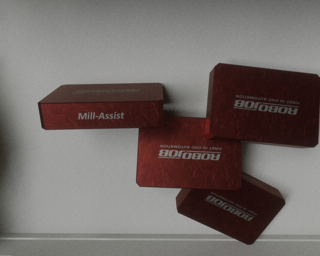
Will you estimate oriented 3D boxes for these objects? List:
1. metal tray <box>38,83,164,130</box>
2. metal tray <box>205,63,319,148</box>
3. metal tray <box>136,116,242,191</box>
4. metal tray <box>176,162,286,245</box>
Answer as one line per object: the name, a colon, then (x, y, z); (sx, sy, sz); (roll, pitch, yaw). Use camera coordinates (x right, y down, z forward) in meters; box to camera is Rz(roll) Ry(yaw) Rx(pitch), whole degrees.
metal tray: (-0.062, -0.028, 0.365); (0.131, 0.090, 0.030); (-1, 110, 0)
metal tray: (0.125, -0.026, 0.381); (0.131, 0.030, 0.090); (6, 83, -3)
metal tray: (0.037, 0.032, 0.401); (0.131, 0.030, 0.089); (3, 83, -2)
metal tray: (0.100, 0.106, 0.449); (0.131, 0.030, 0.090); (27, 108, -10)
